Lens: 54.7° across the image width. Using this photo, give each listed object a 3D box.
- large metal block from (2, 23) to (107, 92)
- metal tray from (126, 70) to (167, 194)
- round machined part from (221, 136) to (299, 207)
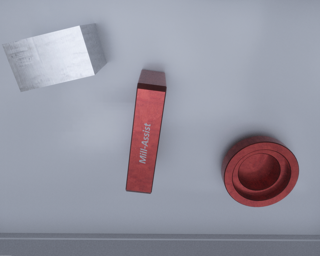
[{"bbox_3d":[-0.112,-0.083,0.350,0.080,0.080,0.050,-12,110,4],"label":"large metal block"},{"bbox_3d":[-0.017,0.002,0.377,0.030,0.090,0.129,7,110,-3],"label":"metal tray"},{"bbox_3d":[0.133,0.056,0.425,0.099,0.042,0.097,0,110,-1],"label":"round machined part"}]
